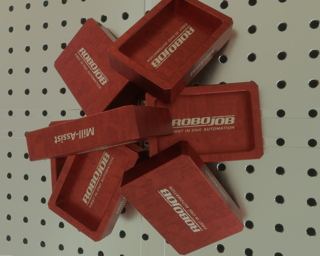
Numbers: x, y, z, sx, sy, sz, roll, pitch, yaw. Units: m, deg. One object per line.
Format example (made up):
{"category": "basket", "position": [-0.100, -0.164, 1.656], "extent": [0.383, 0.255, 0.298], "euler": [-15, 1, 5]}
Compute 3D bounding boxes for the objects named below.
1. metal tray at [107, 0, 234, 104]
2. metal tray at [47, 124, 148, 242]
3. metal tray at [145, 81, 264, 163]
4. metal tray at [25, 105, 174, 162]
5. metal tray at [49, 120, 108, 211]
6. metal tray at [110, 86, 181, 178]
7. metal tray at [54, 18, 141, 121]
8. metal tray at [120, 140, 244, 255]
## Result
{"category": "metal tray", "position": [0.014, -0.101, 0.370], "extent": [0.090, 0.030, 0.130], "euler": [35, 68, 17]}
{"category": "metal tray", "position": [-0.083, 0.069, 0.407], "extent": [0.090, 0.030, 0.129], "euler": [28, 99, 18]}
{"category": "metal tray", "position": [0.052, -0.005, 0.372], "extent": [0.131, 0.030, 0.090], "euler": [-4, 89, 2]}
{"category": "metal tray", "position": [-0.062, 0.007, 0.332], "extent": [0.130, 0.090, 0.030], "euler": [-13, 86, 24]}
{"category": "metal tray", "position": [-0.112, 0.052, 0.450], "extent": [0.090, 0.030, 0.129], "euler": [-4, 88, 19]}
{"category": "metal tray", "position": [-0.022, 0.000, 0.418], "extent": [0.090, 0.030, 0.129], "euler": [-5, 86, 18]}
{"category": "metal tray", "position": [-0.084, -0.078, 0.422], "extent": [0.090, 0.030, 0.130], "euler": [-47, 60, 14]}
{"category": "metal tray", "position": [0.027, 0.087, 0.365], "extent": [0.090, 0.030, 0.130], "euler": [-31, 113, 18]}
